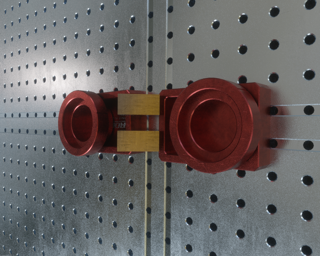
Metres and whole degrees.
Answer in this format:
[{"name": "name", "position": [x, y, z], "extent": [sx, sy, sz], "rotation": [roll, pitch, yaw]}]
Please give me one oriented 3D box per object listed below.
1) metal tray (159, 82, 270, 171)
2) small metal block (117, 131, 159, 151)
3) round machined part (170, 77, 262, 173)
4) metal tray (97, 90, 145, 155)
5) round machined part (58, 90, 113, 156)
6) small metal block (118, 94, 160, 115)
[{"name": "metal tray", "position": [0.058, -0.002, 0.359], "extent": [0.130, 0.030, 0.089], "rotation": [1, 91, 40]}, {"name": "small metal block", "position": [-0.028, 0.015, 0.397], "extent": [0.050, 0.050, 0.025], "rotation": [-172, 82, -84]}, {"name": "round machined part", "position": [0.061, -0.003, 0.331], "extent": [0.098, 0.042, 0.097], "rotation": [0, 90, 40]}, {"name": "metal tray", "position": [-0.081, -0.008, 0.474], "extent": [0.130, 0.030, 0.089], "rotation": [-1, 92, 40]}, {"name": "round machined part", "position": [-0.110, -0.007, 0.473], "extent": [0.098, 0.042, 0.097], "rotation": [0, 90, 40]}, {"name": "small metal block", "position": [-0.028, -0.029, 0.398], "extent": [0.050, 0.050, 0.025], "rotation": [-172, 82, -84]}]
